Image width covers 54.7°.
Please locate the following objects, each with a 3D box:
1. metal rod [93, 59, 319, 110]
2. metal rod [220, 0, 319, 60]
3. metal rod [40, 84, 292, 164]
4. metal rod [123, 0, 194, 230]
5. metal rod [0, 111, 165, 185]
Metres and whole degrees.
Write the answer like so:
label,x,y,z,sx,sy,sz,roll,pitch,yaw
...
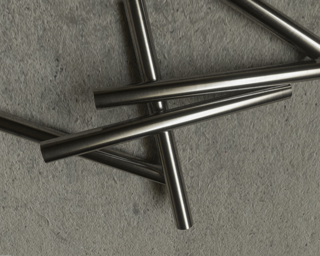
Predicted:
label,x,y,z,sx,sy,sz,roll,pitch,yaw
metal rod,0.076,-0.054,0.365,0.302,0.025,0.025,-9,110,-7
metal rod,0.063,-0.164,0.349,0.301,0.025,0.025,28,108,-10
metal rod,0.017,-0.011,0.365,0.302,0.025,0.025,-15,110,-11
metal rod,0.001,-0.009,0.389,0.025,0.025,0.298,-12,104,4
metal rod,-0.114,0.024,0.417,0.302,0.025,0.025,19,109,-7
